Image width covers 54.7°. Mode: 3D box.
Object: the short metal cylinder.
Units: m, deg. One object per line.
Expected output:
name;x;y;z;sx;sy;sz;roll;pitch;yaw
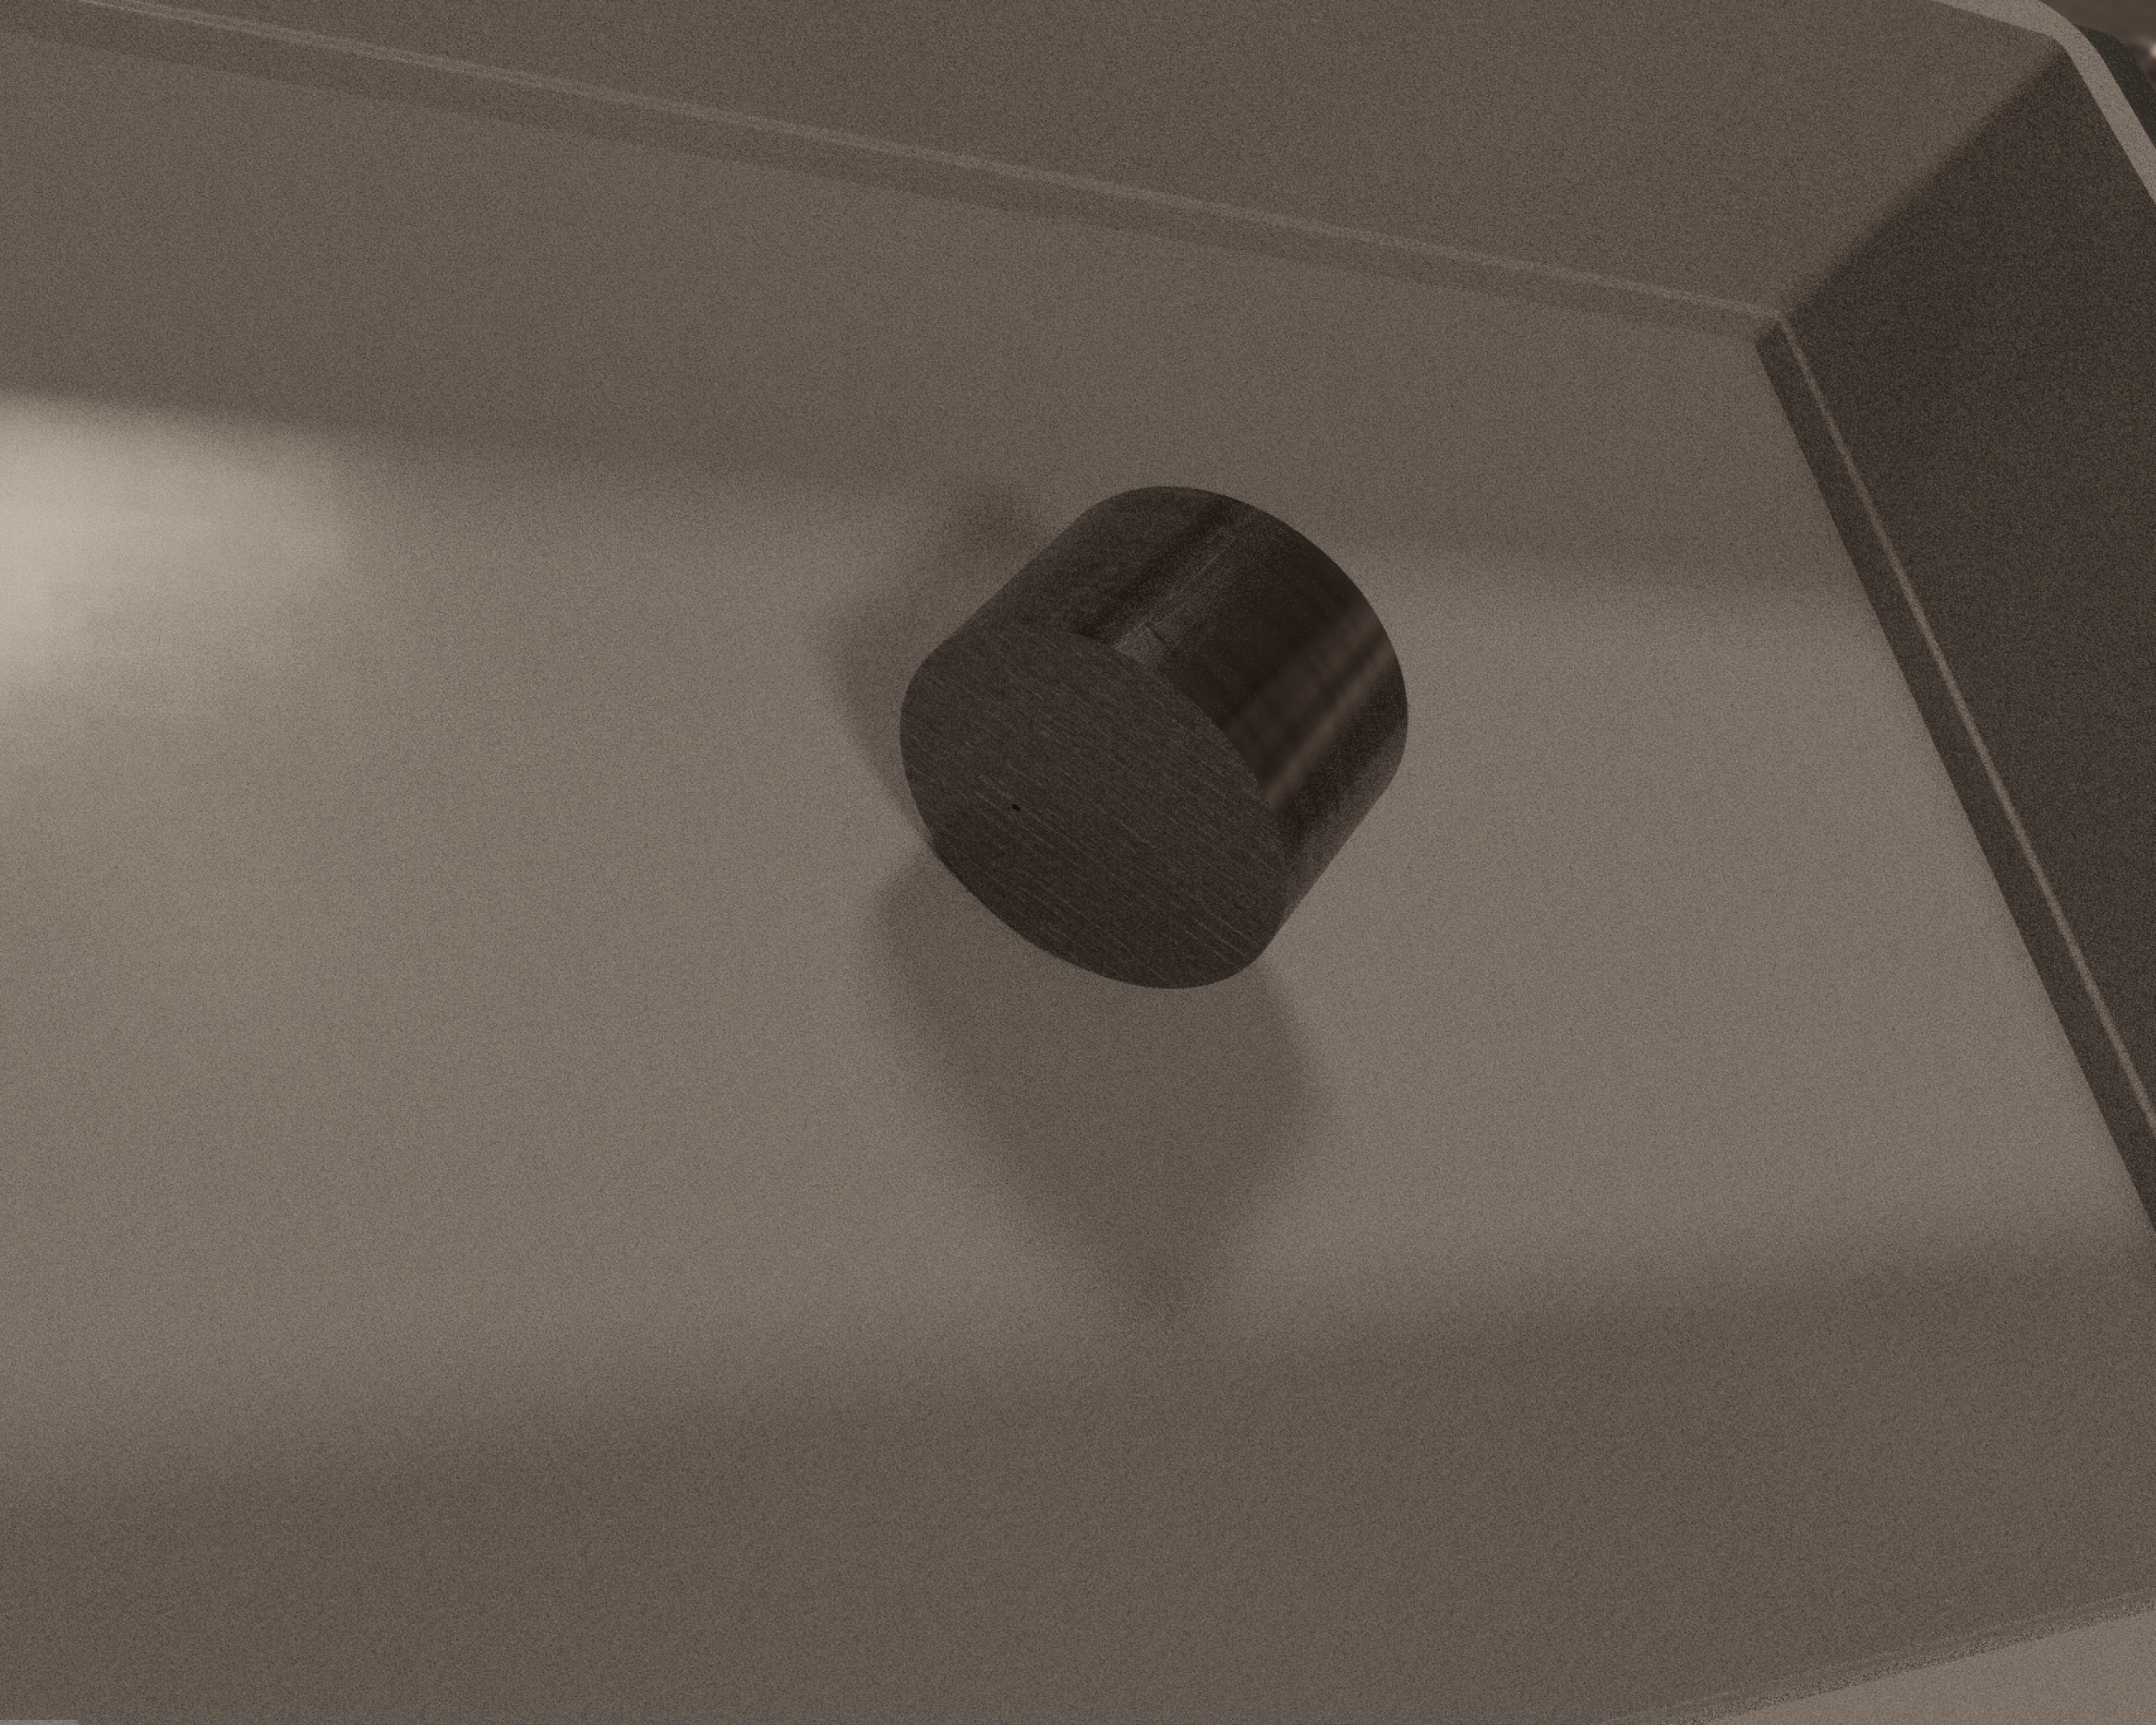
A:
short metal cylinder;0.014;-0.023;0.390;0.080;0.080;0.050;41;51;-1
